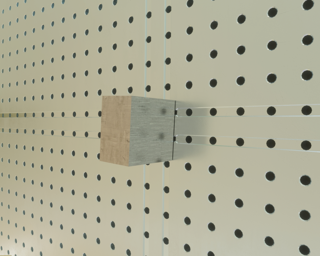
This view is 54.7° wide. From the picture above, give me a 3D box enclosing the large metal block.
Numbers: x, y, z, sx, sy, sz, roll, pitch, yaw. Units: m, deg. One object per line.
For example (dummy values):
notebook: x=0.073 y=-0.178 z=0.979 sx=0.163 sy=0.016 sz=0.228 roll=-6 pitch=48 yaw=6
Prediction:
large metal block: x=-0.027 y=0.002 z=0.393 sx=0.050 sy=0.081 sz=0.079 roll=5 pitch=93 yaw=39
